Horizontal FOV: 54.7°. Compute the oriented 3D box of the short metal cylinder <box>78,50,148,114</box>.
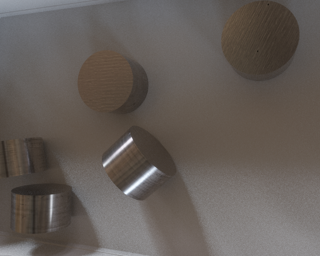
[{"bbox_3d":[-0.062,-0.060,0.419,0.080,0.050,0.080,0,90,20],"label":"short metal cylinder"}]

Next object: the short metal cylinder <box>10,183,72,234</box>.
[{"bbox_3d":[-0.168,0.112,0.440,0.080,0.080,0.050,2,91,20],"label":"short metal cylinder"}]

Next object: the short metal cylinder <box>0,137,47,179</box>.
[{"bbox_3d":[-0.213,0.045,0.456,0.080,0.080,0.050,-10,87,20],"label":"short metal cylinder"}]

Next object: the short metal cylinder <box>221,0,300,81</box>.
[{"bbox_3d":[0.115,-0.097,0.356,0.080,0.050,0.080,0,90,20],"label":"short metal cylinder"}]

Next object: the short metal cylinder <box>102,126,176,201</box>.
[{"bbox_3d":[-0.025,0.043,0.390,0.050,0.080,0.080,-43,77,15],"label":"short metal cylinder"}]
